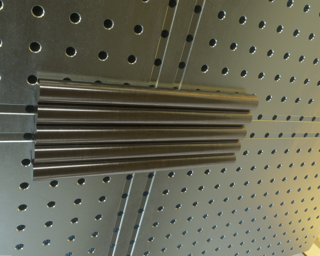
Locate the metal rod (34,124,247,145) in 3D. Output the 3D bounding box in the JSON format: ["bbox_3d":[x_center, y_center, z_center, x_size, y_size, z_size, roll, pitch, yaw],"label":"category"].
[{"bbox_3d":[-0.005,0.006,0.414,0.303,0.025,0.025,0,118,-29],"label":"metal rod"}]

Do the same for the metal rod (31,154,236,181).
[{"bbox_3d":[-0.017,0.049,0.434,0.303,0.025,0.025,0,119,-29],"label":"metal rod"}]

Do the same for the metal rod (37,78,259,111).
[{"bbox_3d":[0.007,-0.039,0.393,0.303,0.025,0.025,0,118,-29],"label":"metal rod"}]

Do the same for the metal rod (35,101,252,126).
[{"bbox_3d":[0.001,-0.017,0.403,0.303,0.025,0.025,0,118,-29],"label":"metal rod"}]

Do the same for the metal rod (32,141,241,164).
[{"bbox_3d":[-0.011,0.028,0.424,0.303,0.025,0.025,0,118,-29],"label":"metal rod"}]
